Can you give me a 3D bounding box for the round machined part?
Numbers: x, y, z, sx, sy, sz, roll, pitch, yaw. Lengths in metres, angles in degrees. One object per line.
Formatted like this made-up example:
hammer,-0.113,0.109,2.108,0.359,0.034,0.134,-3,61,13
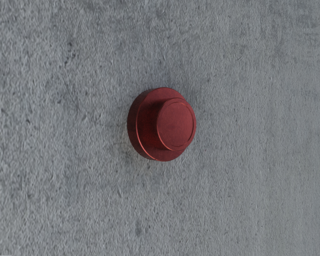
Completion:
round machined part,0.009,-0.005,0.404,0.099,0.042,0.097,0,90,-40
